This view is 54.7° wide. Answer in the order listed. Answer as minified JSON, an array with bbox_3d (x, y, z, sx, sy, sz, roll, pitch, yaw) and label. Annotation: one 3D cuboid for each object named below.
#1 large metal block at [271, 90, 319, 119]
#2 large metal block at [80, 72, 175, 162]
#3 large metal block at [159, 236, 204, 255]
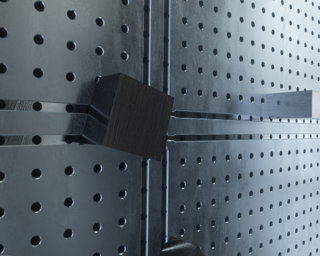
[{"bbox_3d":[0.276,-0.043,0.609,0.081,0.080,0.050,1,90,-40],"label":"large metal block"},{"bbox_3d":[-0.036,-0.010,0.364,0.080,0.050,0.080,21,77,-39],"label":"large metal block"},{"bbox_3d":[0.030,0.210,0.421,0.080,0.050,0.080,-51,120,-28],"label":"large metal block"}]
